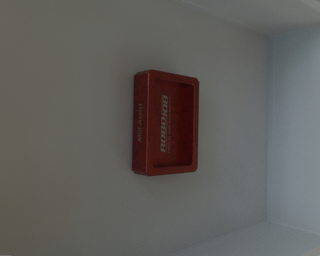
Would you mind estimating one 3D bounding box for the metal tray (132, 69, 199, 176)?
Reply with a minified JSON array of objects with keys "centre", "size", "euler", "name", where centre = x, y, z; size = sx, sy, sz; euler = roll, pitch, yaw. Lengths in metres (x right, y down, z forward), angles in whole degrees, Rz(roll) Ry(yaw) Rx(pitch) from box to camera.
[{"centre":[0.010,-0.005,0.409],"size":[0.091,0.030,0.129],"euler":[2,88,-41],"name":"metal tray"}]
